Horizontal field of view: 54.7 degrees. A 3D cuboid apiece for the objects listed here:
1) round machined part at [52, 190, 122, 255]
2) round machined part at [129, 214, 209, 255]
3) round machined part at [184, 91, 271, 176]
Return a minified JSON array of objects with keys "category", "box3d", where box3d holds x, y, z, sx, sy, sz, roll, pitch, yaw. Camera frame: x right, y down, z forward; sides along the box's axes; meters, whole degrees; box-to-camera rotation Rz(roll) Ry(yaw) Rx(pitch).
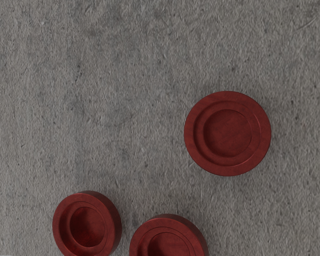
[{"category":"round machined part","box3d":[-0.097,0.136,0.434,0.098,0.042,0.097,0,90,20]},{"category":"round machined part","box3d":[0.014,0.158,0.395,0.098,0.042,0.097,0,90,20]},{"category":"round machined part","box3d":[0.081,0.006,0.371,0.098,0.042,0.097,0,90,20]}]
